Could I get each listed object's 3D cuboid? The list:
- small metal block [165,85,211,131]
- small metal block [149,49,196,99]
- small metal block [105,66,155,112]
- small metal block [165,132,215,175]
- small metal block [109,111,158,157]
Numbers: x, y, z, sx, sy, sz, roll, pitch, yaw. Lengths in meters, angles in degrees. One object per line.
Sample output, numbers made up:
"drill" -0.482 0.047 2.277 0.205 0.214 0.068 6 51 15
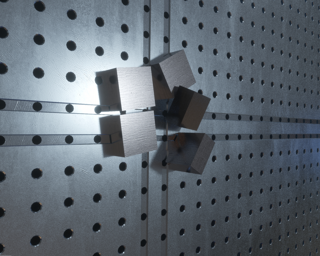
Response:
"small metal block" 0.039 -0.026 0.426 0.050 0.025 0.050 12 103 -56
"small metal block" 0.017 -0.074 0.425 0.050 0.025 0.050 -37 113 -34
"small metal block" -0.036 -0.048 0.381 0.050 0.025 0.050 -12 98 -40
"small metal block" 0.042 0.034 0.430 0.025 0.050 0.050 41 65 -33
"small metal block" -0.032 0.006 0.384 0.050 0.025 0.050 -11 97 -40
